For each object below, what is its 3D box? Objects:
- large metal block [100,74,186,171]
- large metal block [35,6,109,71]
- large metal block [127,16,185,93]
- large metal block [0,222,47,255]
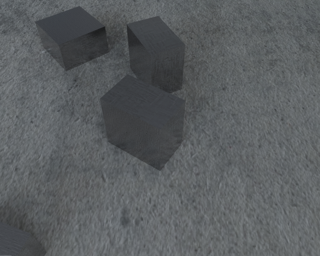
[{"bbox_3d":[-0.019,-0.006,0.372,0.080,0.080,0.050,27,55,20],"label":"large metal block"},{"bbox_3d":[-0.143,-0.149,0.511,0.081,0.050,0.080,-32,57,-24],"label":"large metal block"},{"bbox_3d":[-0.007,-0.103,0.454,0.050,0.080,0.080,-21,53,-17],"label":"large metal block"},{"bbox_3d":[-0.166,0.128,0.277,0.080,0.050,0.080,16,52,12],"label":"large metal block"}]
